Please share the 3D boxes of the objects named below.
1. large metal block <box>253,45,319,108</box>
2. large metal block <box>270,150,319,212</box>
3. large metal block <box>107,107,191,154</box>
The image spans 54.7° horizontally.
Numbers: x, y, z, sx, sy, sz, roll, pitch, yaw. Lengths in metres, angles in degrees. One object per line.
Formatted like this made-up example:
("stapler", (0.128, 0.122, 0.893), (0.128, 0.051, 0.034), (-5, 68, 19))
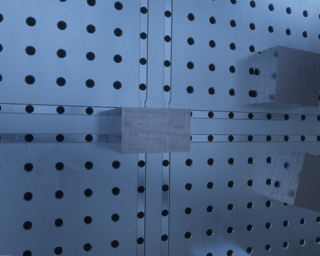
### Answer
("large metal block", (0.193, -0.074, 0.473), (0.081, 0.050, 0.080), (4, 89, -20))
("large metal block", (0.230, 0.084, 0.487), (0.081, 0.050, 0.080), (17, 84, -20))
("large metal block", (-0.017, 0.002, 0.378), (0.081, 0.080, 0.050), (0, 90, -20))
